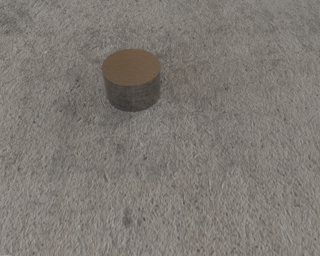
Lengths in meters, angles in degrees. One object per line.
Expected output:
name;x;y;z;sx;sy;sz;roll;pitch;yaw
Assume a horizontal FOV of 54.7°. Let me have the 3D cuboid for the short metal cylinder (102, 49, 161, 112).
short metal cylinder;-0.039;-0.069;0.445;0.080;0.050;0.080;0;50;0
